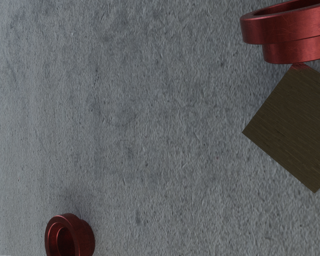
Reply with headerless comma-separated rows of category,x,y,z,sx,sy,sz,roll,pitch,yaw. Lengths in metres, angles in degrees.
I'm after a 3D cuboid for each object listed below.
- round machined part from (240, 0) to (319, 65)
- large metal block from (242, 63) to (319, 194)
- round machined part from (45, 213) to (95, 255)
round machined part,0.121,-0.085,0.264,0.098,0.099,0.042,3,118,39
large metal block,0.136,-0.003,0.275,0.080,0.050,0.080,45,117,30
round machined part,-0.145,0.189,0.510,0.098,0.042,0.097,0,90,39
